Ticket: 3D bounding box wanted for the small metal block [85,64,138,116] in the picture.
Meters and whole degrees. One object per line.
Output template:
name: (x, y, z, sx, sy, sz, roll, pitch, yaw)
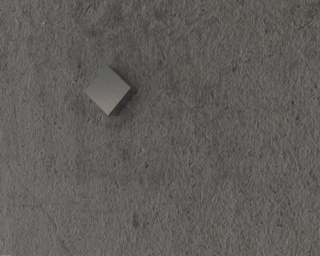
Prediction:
small metal block: (-0.068, -0.052, 0.434, 0.050, 0.025, 0.050, 44, 104, 14)
